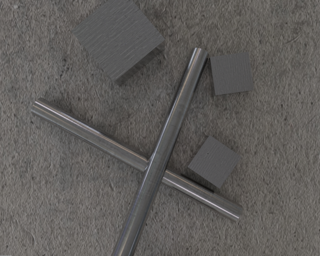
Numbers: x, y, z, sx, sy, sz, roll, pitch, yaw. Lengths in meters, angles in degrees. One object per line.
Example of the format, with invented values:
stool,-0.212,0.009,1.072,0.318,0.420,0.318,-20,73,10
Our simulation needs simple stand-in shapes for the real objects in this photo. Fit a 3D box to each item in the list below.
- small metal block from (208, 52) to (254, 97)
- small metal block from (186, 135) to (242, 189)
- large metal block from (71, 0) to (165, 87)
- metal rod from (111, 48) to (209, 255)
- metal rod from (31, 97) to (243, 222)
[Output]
small metal block,0.093,-0.070,0.411,0.050,0.025,0.050,-8,90,0
small metal block,0.070,0.044,0.411,0.050,0.025,0.050,35,90,0
large metal block,-0.050,-0.112,0.397,0.080,0.050,0.080,-40,90,0
metal rod,0.000,0.038,0.386,0.025,0.025,0.299,21,80,0
metal rod,-0.030,0.042,0.409,0.301,0.025,0.025,28,90,0
